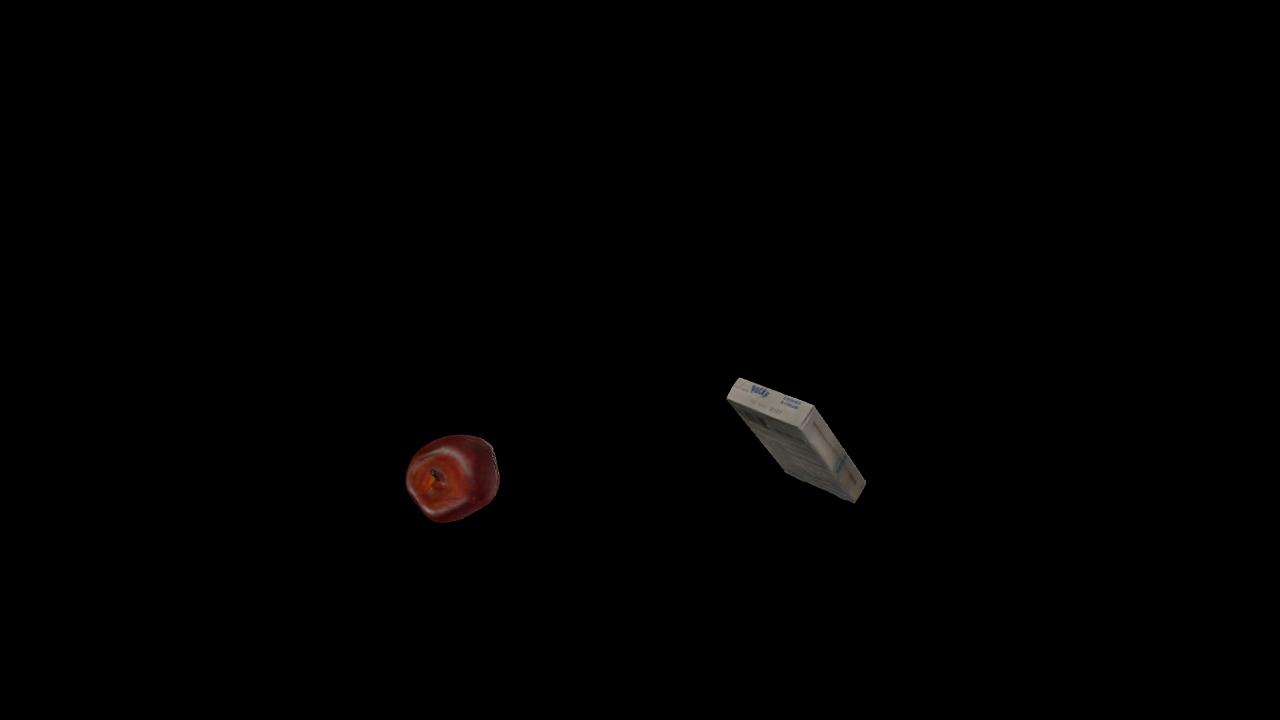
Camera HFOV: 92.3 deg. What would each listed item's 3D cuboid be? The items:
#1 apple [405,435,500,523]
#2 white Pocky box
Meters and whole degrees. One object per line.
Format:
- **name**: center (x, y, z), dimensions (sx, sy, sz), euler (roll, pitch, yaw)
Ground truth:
- **apple**: center (-0.163, 0.103, 0.548), dimensions (0.079, 0.079, 0.093), euler (0, -9, 7)
- **white Pocky box**: center (0.145, 0.076, 0.563), dimensions (0.084, 0.028, 0.154), euler (21, -19, 45)
